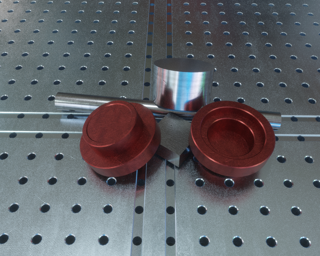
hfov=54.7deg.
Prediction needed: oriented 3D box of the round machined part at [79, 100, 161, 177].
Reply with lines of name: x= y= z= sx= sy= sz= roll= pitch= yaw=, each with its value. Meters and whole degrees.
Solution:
round machined part: x=-0.052 y=0.005 z=0.370 sx=0.098 sy=0.042 sz=0.098 roll=-11 pitch=49 yaw=14

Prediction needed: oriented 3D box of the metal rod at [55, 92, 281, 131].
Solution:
metal rod: x=0.008 y=-0.023 z=0.422 sx=0.302 sy=0.025 sz=0.025 roll=6 pitch=50 yaw=4

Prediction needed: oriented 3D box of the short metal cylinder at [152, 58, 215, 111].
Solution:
short metal cylinder: x=0.031 y=-0.061 z=0.419 sx=0.081 sy=0.050 sz=0.080 roll=3 pitch=25 yaw=-1

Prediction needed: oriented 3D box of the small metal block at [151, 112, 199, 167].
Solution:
small metal block: x=0.018 y=0.013 z=0.391 sx=0.050 sy=0.025 sz=0.050 roll=29 pitch=56 yaw=22

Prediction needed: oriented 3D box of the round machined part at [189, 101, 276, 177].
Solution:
round machined part: x=0.084 y=0.017 z=0.375 sx=0.099 sy=0.042 sz=0.098 roll=2 pitch=52 yaw=-2
